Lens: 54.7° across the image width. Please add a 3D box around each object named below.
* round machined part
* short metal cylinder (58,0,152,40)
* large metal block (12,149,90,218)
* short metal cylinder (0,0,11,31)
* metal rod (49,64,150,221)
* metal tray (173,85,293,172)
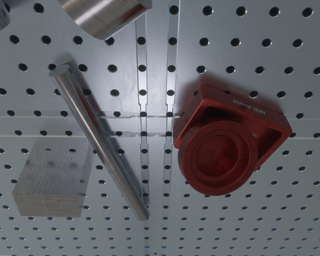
[{"bbox_3d":[0.070,0.033,0.395,0.099,0.042,0.097,-3,105,-13],"label":"round machined part"},{"bbox_3d":[-0.051,-0.125,0.269,0.050,0.080,0.080,-28,125,22],"label":"short metal cylinder"},{"bbox_3d":[-0.149,0.077,0.440,0.081,0.080,0.050,3,130,-3],"label":"large metal block"},{"bbox_3d":[-0.186,-0.112,0.278,0.080,0.080,0.050,-6,130,4],"label":"short metal cylinder"},{"bbox_3d":[-0.072,0.043,0.447,0.025,0.025,0.299,-13,129,10],"label":"metal rod"},{"bbox_3d":[0.094,0.005,0.413,0.131,0.030,0.089,19,128,-16],"label":"metal tray"}]
